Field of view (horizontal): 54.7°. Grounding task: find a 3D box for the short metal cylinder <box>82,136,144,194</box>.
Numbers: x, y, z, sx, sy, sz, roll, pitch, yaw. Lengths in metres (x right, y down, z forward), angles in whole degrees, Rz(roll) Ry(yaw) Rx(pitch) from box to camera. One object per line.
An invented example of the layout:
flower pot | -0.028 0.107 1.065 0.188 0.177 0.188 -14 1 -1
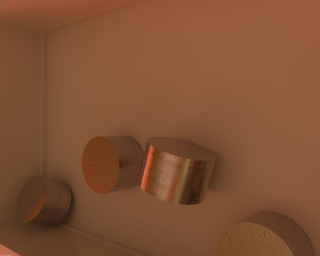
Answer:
short metal cylinder | -0.067 0.051 0.446 0.080 0.050 0.080 0 90 40

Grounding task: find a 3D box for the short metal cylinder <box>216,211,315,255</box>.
short metal cylinder | 0.103 0.128 0.305 0.080 0.050 0.080 0 90 40

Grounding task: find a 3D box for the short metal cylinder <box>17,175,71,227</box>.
short metal cylinder | -0.202 0.128 0.541 0.080 0.050 0.080 -18 58 31

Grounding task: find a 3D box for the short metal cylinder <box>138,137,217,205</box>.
short metal cylinder | 0.019 0.046 0.355 0.080 0.081 0.050 22 104 38
